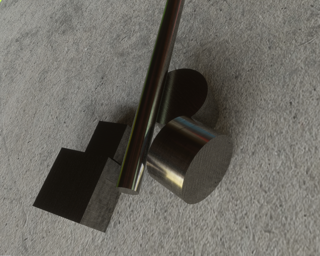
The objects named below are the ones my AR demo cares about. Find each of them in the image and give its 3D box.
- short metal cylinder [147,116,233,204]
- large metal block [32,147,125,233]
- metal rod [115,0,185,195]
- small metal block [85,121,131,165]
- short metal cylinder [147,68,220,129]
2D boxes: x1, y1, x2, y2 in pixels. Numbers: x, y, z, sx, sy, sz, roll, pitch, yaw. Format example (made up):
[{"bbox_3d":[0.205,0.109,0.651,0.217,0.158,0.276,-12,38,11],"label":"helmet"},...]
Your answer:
[{"bbox_3d":[0.033,0.033,0.330,0.050,0.080,0.080,30,78,37],"label":"short metal cylinder"},{"bbox_3d":[-0.098,0.076,0.391,0.080,0.050,0.080,8,65,31],"label":"large metal block"},{"bbox_3d":[-0.004,-0.067,0.381,0.025,0.025,0.300,-1,61,27],"label":"metal rod"},{"bbox_3d":[-0.067,0.020,0.425,0.050,0.025,0.050,8,65,31],"label":"small metal block"},{"bbox_3d":[0.029,-0.027,0.389,0.080,0.050,0.080,-13,56,20],"label":"short metal cylinder"}]
